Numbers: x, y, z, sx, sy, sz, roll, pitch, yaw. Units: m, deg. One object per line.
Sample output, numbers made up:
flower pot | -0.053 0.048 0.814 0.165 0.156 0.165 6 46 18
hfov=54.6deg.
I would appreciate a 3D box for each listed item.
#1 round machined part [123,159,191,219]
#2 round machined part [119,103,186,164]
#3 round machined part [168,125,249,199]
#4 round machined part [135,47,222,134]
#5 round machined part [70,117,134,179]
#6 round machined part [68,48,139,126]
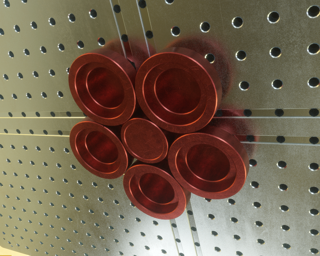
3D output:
round machined part | -0.001 0.082 0.451 0.098 0.042 0.097 13 124 21
round machined part | -0.012 0.008 0.412 0.098 0.042 0.097 13 124 21
round machined part | 0.063 0.038 0.391 0.098 0.042 0.097 13 124 21
round machined part | 0.024 -0.046 0.359 0.098 0.042 0.097 13 124 21
round machined part | -0.080 0.024 0.457 0.098 0.042 0.097 13 124 21
round machined part | -0.065 -0.055 0.401 0.098 0.042 0.097 13 124 21
